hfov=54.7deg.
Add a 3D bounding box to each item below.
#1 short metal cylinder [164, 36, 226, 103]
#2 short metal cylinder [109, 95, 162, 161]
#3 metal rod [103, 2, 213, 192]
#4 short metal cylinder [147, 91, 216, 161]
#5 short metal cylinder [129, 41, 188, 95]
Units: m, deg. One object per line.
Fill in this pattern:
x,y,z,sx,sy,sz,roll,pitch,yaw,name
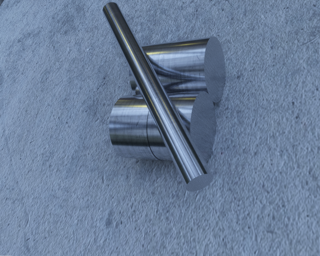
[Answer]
0.046,-0.071,0.390,0.050,0.080,0.080,1,62,29,short metal cylinder
-0.017,-0.001,0.380,0.050,0.080,0.080,1,62,29,short metal cylinder
-0.018,-0.061,0.349,0.025,0.025,0.300,-32,52,8,metal rod
0.028,-0.001,0.357,0.050,0.080,0.080,1,62,29,short metal cylinder
0.002,-0.072,0.414,0.050,0.080,0.080,1,62,29,short metal cylinder
